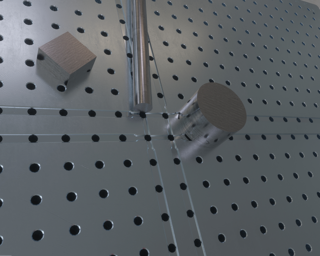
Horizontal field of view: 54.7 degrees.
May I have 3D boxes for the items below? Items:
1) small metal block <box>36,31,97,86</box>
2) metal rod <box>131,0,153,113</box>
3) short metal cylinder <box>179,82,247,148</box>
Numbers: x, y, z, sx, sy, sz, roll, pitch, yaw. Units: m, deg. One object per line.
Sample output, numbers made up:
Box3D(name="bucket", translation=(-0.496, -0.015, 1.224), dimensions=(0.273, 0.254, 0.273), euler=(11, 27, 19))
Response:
Box3D(name="small metal block", translation=(-0.120, -0.090, 0.398), dimensions=(0.050, 0.025, 0.050), euler=(41, 51, 0))
Box3D(name="metal rod", translation=(-0.032, -0.156, 0.485), dimensions=(0.025, 0.025, 0.299), euler=(10, 57, -23))
Box3D(name="short metal cylinder", translation=(0.075, -0.018, 0.444), dimensions=(0.081, 0.050, 0.080), euler=(14, 56, -21))
